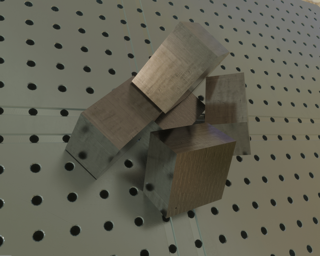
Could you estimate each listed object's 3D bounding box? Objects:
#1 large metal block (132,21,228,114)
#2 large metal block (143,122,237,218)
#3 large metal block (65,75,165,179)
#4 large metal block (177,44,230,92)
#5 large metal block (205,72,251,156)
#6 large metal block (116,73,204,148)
[{"bbox_3d":[0.026,-0.070,0.348,0.050,0.080,0.080,44,26,2],"label":"large metal block"},{"bbox_3d":[0.032,0.045,0.353,0.081,0.079,0.050,-9,30,-32],"label":"large metal block"},{"bbox_3d":[-0.050,0.000,0.344,0.050,0.080,0.080,44,51,2],"label":"large metal block"},{"bbox_3d":[0.042,-0.083,0.446,0.050,0.080,0.080,43,51,1],"label":"large metal block"},{"bbox_3d":[0.094,-0.016,0.423,0.050,0.080,0.080,-5,55,17],"label":"large metal block"},{"bbox_3d":[0.002,-0.021,0.407,0.080,0.050,0.080,43,51,1],"label":"large metal block"}]
